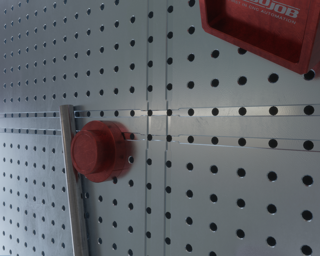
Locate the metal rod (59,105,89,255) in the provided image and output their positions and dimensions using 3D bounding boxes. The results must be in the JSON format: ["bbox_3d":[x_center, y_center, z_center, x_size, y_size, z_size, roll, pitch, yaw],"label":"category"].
[{"bbox_3d":[-0.145,0.108,0.529,0.025,0.025,0.298,-13,82,39],"label":"metal rod"}]

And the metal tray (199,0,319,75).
[{"bbox_3d":[0.093,-0.115,0.292,0.030,0.090,0.130,-41,55,-17],"label":"metal tray"}]

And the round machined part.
[{"bbox_3d":[-0.102,0.037,0.483,0.098,0.042,0.097,0,90,40],"label":"round machined part"}]
